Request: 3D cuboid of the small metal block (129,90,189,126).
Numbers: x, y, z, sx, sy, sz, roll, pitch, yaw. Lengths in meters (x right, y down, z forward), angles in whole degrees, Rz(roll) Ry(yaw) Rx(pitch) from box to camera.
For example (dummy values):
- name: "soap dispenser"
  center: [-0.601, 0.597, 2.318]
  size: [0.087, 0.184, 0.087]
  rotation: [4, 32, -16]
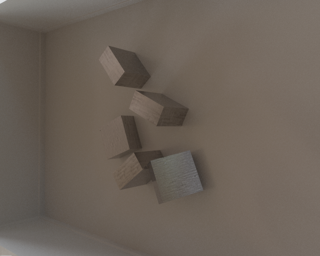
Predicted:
- name: "small metal block"
  center: [-0.001, -0.024, 0.390]
  size: [0.050, 0.050, 0.025]
  rotation: [33, 110, 35]

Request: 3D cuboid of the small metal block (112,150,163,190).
- name: "small metal block"
  center: [-0.026, 0.055, 0.410]
  size: [0.050, 0.050, 0.025]
  rotation: [-44, 64, 31]

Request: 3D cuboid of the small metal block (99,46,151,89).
- name: "small metal block"
  center: [-0.048, -0.083, 0.428]
  size: [0.025, 0.050, 0.050]
  rotation: [-47, 62, 30]

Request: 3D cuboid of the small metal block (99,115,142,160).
- name: "small metal block"
  center: [-0.058, 0.014, 0.453]
  size: [0.050, 0.025, 0.050]
  rotation: [-25, 74, 37]

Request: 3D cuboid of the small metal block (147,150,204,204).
- name: "small metal block"
  center: [0.017, 0.059, 0.371]
  size: [0.025, 0.050, 0.050]
  rotation: [123, 132, -69]
